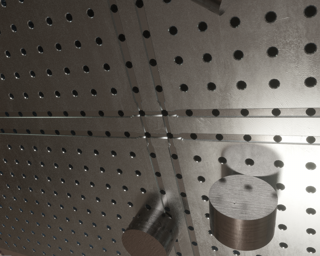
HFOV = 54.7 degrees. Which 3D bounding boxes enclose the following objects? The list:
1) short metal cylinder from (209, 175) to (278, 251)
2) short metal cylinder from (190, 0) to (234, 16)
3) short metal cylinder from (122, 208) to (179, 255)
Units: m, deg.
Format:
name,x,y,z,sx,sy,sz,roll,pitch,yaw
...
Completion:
name,x,y,z,sx,sy,sz,roll,pitch,yaw
short metal cylinder,0.102,0.103,0.385,0.080,0.080,0.050,8,122,24
short metal cylinder,0.048,-0.144,0.261,0.050,0.080,0.079,31,128,8
short metal cylinder,-0.016,0.180,0.513,0.080,0.050,0.079,13,124,20
